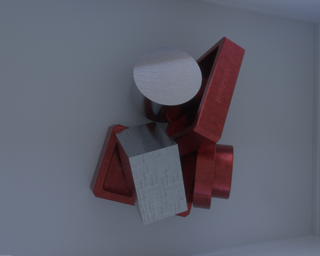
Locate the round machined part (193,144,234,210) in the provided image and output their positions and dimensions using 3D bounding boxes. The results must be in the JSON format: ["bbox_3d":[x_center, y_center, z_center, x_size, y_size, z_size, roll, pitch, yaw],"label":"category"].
[{"bbox_3d":[0.069,0.054,0.393,0.042,0.098,0.097,5,88,10],"label":"round machined part"}]

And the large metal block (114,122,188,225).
[{"bbox_3d":[-0.012,0.047,0.352,0.050,0.080,0.079,-15,111,-14],"label":"large metal block"}]

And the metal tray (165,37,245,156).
[{"bbox_3d":[0.051,-0.036,0.378,0.030,0.090,0.130,28,65,-15],"label":"metal tray"}]

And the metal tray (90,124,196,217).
[{"bbox_3d":[-0.013,0.056,0.401,0.131,0.030,0.090,18,84,-19],"label":"metal tray"}]

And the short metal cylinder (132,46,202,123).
[{"bbox_3d":[0.006,-0.053,0.383,0.081,0.050,0.080,3,67,-7],"label":"short metal cylinder"}]
